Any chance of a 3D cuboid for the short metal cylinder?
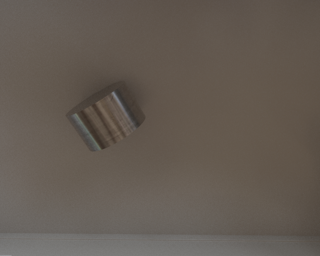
[{"bbox_3d":[-0.065,-0.015,0.376,0.080,0.080,0.050,-27,108,9],"label":"short metal cylinder"}]
